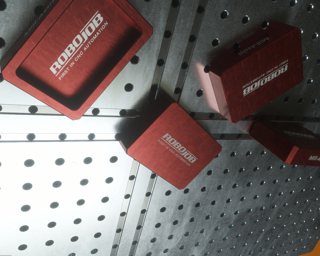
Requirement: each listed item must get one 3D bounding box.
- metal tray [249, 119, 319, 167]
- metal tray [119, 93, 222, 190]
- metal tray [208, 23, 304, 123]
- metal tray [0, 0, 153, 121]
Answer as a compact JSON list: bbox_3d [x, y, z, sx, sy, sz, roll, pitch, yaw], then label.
[{"bbox_3d":[0.222,0.025,0.504,0.131,0.090,0.030,7,115,-32],"label":"metal tray"},{"bbox_3d":[0.019,0.023,0.432,0.090,0.030,0.130,-46,129,4],"label":"metal tray"},{"bbox_3d":[0.138,-0.076,0.436,0.131,0.030,0.090,-31,129,-8],"label":"metal tray"},{"bbox_3d":[-0.081,-0.081,0.312,0.130,0.030,0.090,-48,129,6],"label":"metal tray"}]
